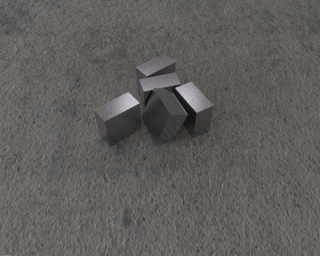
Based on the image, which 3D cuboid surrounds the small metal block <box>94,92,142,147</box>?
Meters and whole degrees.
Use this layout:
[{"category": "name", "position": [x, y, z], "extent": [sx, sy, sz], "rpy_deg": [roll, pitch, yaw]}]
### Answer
[{"category": "small metal block", "position": [-0.052, -0.011, 0.395], "extent": [0.050, 0.050, 0.025], "rpy_deg": [-31, 57, -23]}]

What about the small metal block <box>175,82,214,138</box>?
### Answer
[{"category": "small metal block", "position": [0.043, -0.024, 0.407], "extent": [0.025, 0.050, 0.050], "rpy_deg": [-23, 54, -18]}]

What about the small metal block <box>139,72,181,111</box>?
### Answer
[{"category": "small metal block", "position": [0.000, -0.044, 0.424], "extent": [0.050, 0.050, 0.025], "rpy_deg": [-13, 50, -11]}]

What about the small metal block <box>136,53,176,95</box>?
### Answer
[{"category": "small metal block", "position": [-0.006, -0.072, 0.447], "extent": [0.050, 0.050, 0.025], "rpy_deg": [-31, 57, -24]}]

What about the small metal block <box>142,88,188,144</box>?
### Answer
[{"category": "small metal block", "position": [0.004, -0.016, 0.396], "extent": [0.025, 0.050, 0.050], "rpy_deg": [-2, 46, -32]}]
